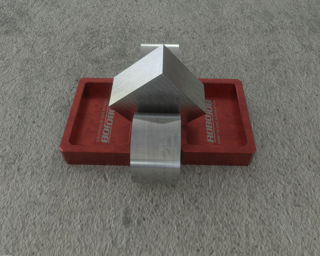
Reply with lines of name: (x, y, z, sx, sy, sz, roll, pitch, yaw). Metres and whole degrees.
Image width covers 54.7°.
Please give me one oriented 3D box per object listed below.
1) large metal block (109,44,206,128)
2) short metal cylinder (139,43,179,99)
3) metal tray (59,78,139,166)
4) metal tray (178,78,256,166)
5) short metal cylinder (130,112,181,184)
large metal block: (-0.002, -0.040, 0.376, 0.080, 0.080, 0.050, -27, 43, 31)
short metal cylinder: (0.000, -0.077, 0.434, 0.050, 0.080, 0.080, 2, 50, 1)
metal tray: (-0.071, -0.013, 0.412, 0.091, 0.030, 0.130, 1, 50, 1)
metal tray: (0.069, -0.012, 0.413, 0.091, 0.030, 0.130, 1, 50, 1)
short metal cylinder: (-0.004, 0.023, 0.350, 0.050, 0.080, 0.080, 2, 50, 1)
